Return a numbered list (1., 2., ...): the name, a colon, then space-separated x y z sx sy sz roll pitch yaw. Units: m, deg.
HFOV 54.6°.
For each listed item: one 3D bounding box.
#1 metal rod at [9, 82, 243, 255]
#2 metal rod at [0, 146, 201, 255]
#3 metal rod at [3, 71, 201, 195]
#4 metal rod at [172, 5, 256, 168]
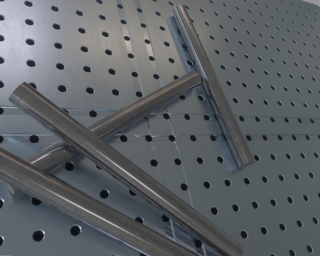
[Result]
1. metal rod: -0.027 0.056 0.337 0.301 0.025 0.025 39 51 -11
2. metal rod: -0.038 0.099 0.308 0.301 0.025 0.025 33 51 -14
3. metal rod: -0.046 -0.012 0.389 0.302 0.025 0.025 -33 80 -38
4. metal rod: 0.079 -0.079 0.497 0.025 0.025 0.299 -5 64 -31
